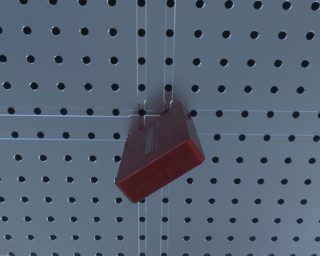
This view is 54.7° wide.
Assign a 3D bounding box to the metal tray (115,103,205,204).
[{"bbox_3d":[-0.001,0.023,0.366,0.090,0.130,0.030,-33,107,11],"label":"metal tray"}]
